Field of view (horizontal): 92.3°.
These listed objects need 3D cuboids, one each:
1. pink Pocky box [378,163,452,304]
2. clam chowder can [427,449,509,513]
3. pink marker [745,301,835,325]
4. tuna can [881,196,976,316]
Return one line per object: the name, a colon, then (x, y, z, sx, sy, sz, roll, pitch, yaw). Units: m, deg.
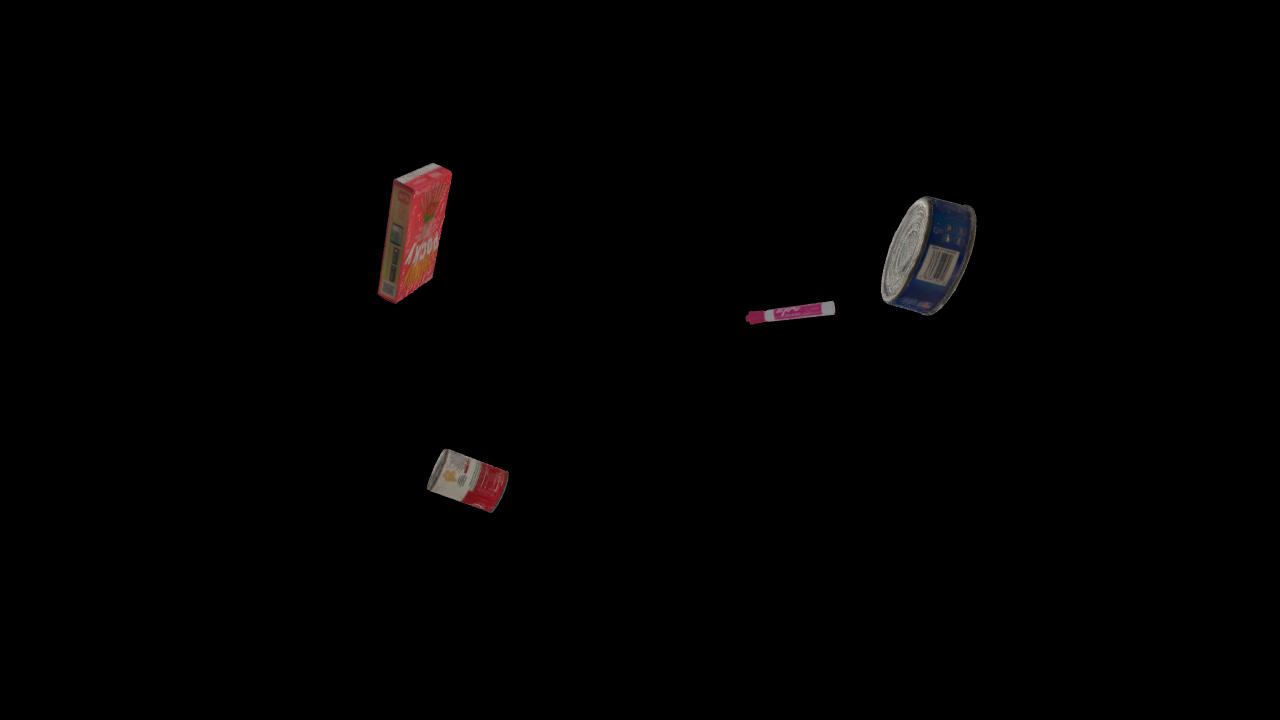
pink Pocky box: (-0.268, -0.149, 0.731, 0.029, 0.155, 0.084, 26, 33, 1)
clam chowder can: (-0.259, 0.182, 0.929, 0.102, 0.068, 0.068, 27, -10, -20)
pink marker: (0.204, -0.064, 0.844, 0.121, 0.020, 0.020, -6, -3, 27)
tuna can: (0.211, -0.077, 0.457, 0.034, 0.084, 0.084, 16, 1, 4)
